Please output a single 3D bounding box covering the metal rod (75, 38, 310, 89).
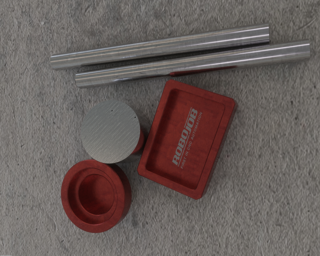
[{"bbox_3d":[0.026,-0.079,0.399,0.301,0.025,0.025,-4,89,19],"label":"metal rod"}]

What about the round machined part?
[{"bbox_3d":[-0.083,0.090,0.429,0.098,0.042,0.097,0,90,20],"label":"round machined part"}]

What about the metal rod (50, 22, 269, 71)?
[{"bbox_3d":[-0.014,-0.105,0.413,0.301,0.025,0.025,-3,89,19],"label":"metal rod"}]

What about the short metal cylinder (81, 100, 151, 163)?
[{"bbox_3d":[-0.056,0.007,0.410,0.080,0.050,0.080,-2,83,16],"label":"short metal cylinder"}]

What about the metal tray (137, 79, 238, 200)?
[{"bbox_3d":[0.034,0.013,0.394,0.090,0.030,0.129,21,97,18],"label":"metal tray"}]
